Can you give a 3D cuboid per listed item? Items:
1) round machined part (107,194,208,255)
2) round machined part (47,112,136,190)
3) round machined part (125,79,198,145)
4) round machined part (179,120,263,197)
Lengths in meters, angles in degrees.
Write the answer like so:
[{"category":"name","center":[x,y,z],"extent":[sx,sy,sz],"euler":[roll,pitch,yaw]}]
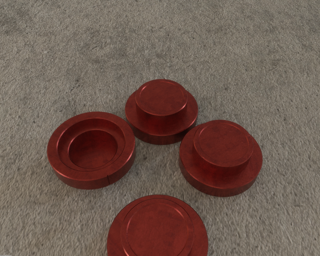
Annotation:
[{"category":"round machined part","center":[-0.002,0.108,0.301],"extent":[0.099,0.042,0.098],"euler":[0,50,0]},{"category":"round machined part","center":[-0.077,0.030,0.366],"extent":[0.099,0.042,0.098],"euler":[0,50,0]},{"category":"round machined part","center":[0.002,-0.028,0.416],"extent":[0.099,0.042,0.098],"euler":[0,50,0]},{"category":"round machined part","center":[0.073,0.028,0.369],"extent":[0.099,0.042,0.098],"euler":[0,50,0]}]
